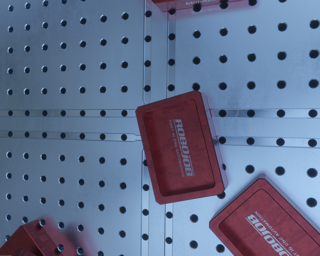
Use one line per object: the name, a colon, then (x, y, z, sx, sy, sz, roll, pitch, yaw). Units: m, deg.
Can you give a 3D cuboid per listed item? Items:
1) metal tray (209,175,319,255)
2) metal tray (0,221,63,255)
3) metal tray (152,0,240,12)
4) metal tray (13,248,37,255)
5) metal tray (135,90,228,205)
metal tray: (0.134, 0.131, 0.362, 0.090, 0.030, 0.130, -47, 76, 14)
metal tray: (-0.218, 0.222, 0.488, 0.130, 0.030, 0.090, -46, 76, 14)
metal tray: (0.055, -0.205, 0.390, 0.130, 0.030, 0.090, -1, 90, 20)
metal tray: (-0.171, 0.240, 0.441, 0.130, 0.030, 0.090, 37, 105, -10)
metal tray: (0.027, 0.026, 0.400, 0.090, 0.030, 0.129, -15, 85, 19)
